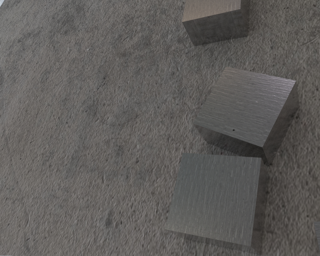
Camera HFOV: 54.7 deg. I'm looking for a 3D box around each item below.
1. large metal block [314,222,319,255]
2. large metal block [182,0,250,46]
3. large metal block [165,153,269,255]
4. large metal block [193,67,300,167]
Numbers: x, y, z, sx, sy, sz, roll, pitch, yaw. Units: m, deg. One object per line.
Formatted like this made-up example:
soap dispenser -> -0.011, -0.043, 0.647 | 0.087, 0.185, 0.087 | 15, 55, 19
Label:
large metal block -> 0.167, 0.113, 0.230 | 0.080, 0.050, 0.080 | -11, 57, 22
large metal block -> 0.084, -0.173, 0.450 | 0.080, 0.050, 0.080 | -4, 60, 26
large metal block -> 0.060, 0.074, 0.311 | 0.080, 0.050, 0.080 | 1, 62, 29
large metal block -> 0.097, -0.015, 0.346 | 0.080, 0.050, 0.080 | 21, 73, 36
